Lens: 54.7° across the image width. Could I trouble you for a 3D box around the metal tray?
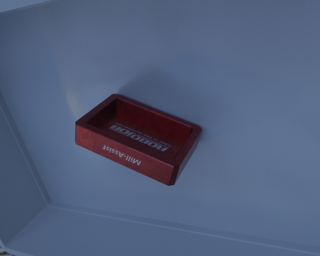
[{"bbox_3d":[-0.024,0.009,0.379,0.130,0.090,0.030,22,127,13],"label":"metal tray"}]
